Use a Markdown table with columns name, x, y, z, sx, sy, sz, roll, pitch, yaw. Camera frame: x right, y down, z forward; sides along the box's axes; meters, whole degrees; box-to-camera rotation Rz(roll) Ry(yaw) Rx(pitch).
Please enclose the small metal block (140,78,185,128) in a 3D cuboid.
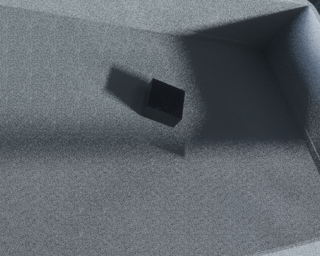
| name | x | y | z | sx | sy | sz | roll | pitch | yaw |
| --- | --- | --- | --- | --- | --- | --- | --- | --- | --- |
| small metal block | 0.005 | -0.035 | 0.429 | 0.050 | 0.025 | 0.050 | 20 | 54 | -16 |
